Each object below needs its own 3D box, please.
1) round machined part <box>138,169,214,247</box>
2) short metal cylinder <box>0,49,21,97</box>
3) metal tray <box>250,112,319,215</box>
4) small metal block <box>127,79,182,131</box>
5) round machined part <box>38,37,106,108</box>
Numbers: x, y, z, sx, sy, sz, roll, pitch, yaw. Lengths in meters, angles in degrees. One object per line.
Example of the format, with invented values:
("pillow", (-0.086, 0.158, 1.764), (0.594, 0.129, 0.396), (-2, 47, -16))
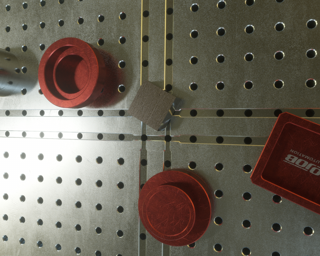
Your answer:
("round machined part", (0.016, 0.104, 0.397), (0.098, 0.042, 0.097), (0, 90, 19))
("short metal cylinder", (-0.273, -0.091, 0.493), (0.080, 0.050, 0.079), (0, 90, 19))
("metal tray", (0.180, 0.046, 0.346), (0.130, 0.030, 0.089), (25, 98, 18))
("small metal block", (-0.008, -0.030, 0.414), (0.050, 0.025, 0.050), (32, 100, 17))
("round machined part", (-0.121, -0.076, 0.445), (0.098, 0.042, 0.097), (0, 90, 19))
